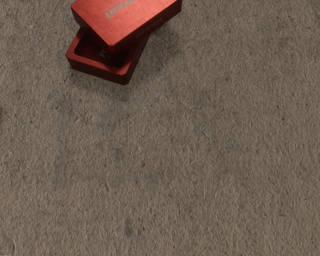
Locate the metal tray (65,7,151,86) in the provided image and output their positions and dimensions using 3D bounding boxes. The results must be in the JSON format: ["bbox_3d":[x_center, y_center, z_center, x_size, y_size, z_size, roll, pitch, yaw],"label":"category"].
[{"bbox_3d":[-0.067,-0.135,0.453,0.090,0.030,0.130,19,71,6],"label":"metal tray"}]

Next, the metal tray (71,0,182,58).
[{"bbox_3d":[-0.044,-0.169,0.434,0.130,0.030,0.090,-40,75,-14],"label":"metal tray"}]
